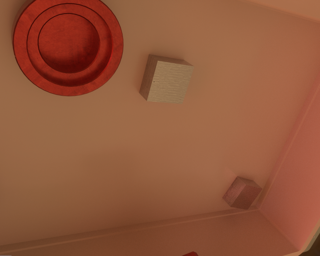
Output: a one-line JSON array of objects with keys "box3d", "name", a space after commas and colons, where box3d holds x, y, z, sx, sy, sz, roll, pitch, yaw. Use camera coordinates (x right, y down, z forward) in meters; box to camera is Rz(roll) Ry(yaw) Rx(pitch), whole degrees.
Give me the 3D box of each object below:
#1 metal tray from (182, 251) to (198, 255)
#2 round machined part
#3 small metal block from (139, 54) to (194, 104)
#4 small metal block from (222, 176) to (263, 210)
[{"box3d": [0.010, 0.226, 0.399, 0.091, 0.030, 0.129, -12, 124, -22], "name": "metal tray"}, {"box3d": [-0.089, -0.083, 0.298, 0.099, 0.042, 0.097, -14, 125, -21], "name": "round machined part"}, {"box3d": [0.008, -0.059, 0.378, 0.050, 0.025, 0.050, 2, 118, -30], "name": "small metal block"}, {"box3d": [0.152, 0.120, 0.569, 0.050, 0.025, 0.050, 19, 108, -36], "name": "small metal block"}]
